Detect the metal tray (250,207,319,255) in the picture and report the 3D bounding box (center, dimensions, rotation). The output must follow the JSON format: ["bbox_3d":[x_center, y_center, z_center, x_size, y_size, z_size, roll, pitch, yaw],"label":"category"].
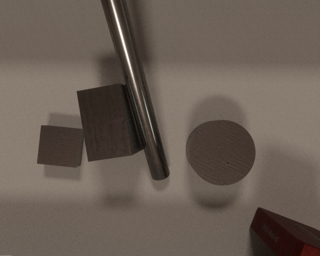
[{"bbox_3d":[0.171,0.138,0.361,0.090,0.130,0.030,21,90,-1],"label":"metal tray"}]

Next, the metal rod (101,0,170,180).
[{"bbox_3d":[-0.032,-0.068,0.348,0.025,0.025,0.298,-14,116,0],"label":"metal rod"}]

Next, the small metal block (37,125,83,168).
[{"bbox_3d":[-0.130,0.024,0.410,0.050,0.025,0.050,6,90,-1],"label":"small metal block"}]

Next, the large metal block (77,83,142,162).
[{"bbox_3d":[-0.056,-0.007,0.380,0.050,0.080,0.080,-9,90,8],"label":"large metal block"}]

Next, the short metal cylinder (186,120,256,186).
[{"bbox_3d":[0.076,0.030,0.400,0.081,0.050,0.079,0,90,-1],"label":"short metal cylinder"}]
